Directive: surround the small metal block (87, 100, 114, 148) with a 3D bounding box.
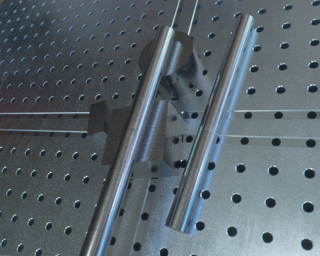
[{"bbox_3d":[-0.074,-0.002,0.431,0.025,0.050,0.050,-15,56,20],"label":"small metal block"}]

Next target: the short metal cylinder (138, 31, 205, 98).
[{"bbox_3d":[0.017,-0.089,0.437,0.080,0.050,0.080,-13,56,20],"label":"short metal cylinder"}]

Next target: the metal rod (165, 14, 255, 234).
[{"bbox_3d":[0.069,-0.021,0.384,0.025,0.025,0.300,9,66,31],"label":"metal rod"}]

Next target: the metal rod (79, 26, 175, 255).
[{"bbox_3d":[-0.030,0.003,0.356,0.025,0.025,0.300,2,63,29],"label":"metal rod"}]

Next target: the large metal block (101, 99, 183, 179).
[{"bbox_3d":[-0.019,0.017,0.391,0.080,0.050,0.080,-8,58,23],"label":"large metal block"}]
